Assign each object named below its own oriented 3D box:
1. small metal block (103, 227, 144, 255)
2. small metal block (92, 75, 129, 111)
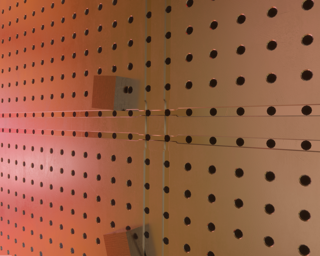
[{"bbox_3d":[-0.052,0.175,0.450,0.050,0.025,0.050,-22,76,37],"label":"small metal block"},{"bbox_3d":[-0.076,-0.053,0.470,0.050,0.025,0.050,9,96,39],"label":"small metal block"}]
